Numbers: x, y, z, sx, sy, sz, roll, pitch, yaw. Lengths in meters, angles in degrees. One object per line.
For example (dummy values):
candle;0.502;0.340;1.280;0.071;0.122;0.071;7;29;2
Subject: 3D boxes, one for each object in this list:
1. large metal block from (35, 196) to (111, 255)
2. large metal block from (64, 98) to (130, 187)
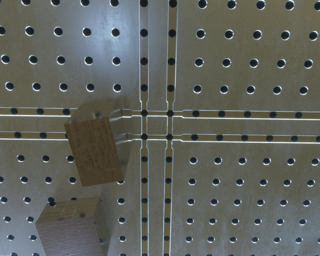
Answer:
large metal block;-0.124;0.153;0.455;0.080;0.050;0.080;-8;110;3
large metal block;-0.074;0.015;0.389;0.050;0.080;0.080;-9;110;3
